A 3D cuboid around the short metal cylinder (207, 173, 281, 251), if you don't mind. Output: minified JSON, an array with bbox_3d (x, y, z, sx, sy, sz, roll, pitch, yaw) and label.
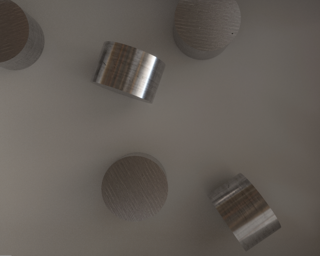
[{"bbox_3d":[0.102,0.103,0.385,0.050,0.080,0.080,-34,90,0],"label":"short metal cylinder"}]

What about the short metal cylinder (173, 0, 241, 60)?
[{"bbox_3d":[0.058,-0.133,0.399,0.081,0.050,0.080,0,90,0],"label":"short metal cylinder"}]

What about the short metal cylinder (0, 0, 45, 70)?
[{"bbox_3d":[-0.198,-0.118,0.397,0.081,0.050,0.080,0,90,0],"label":"short metal cylinder"}]

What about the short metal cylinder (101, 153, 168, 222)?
[{"bbox_3d":[-0.030,0.073,0.399,0.081,0.050,0.080,0,90,0],"label":"short metal cylinder"}]

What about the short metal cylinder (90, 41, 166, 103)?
[{"bbox_3d":[-0.039,-0.067,0.383,0.080,0.080,0.050,19,90,0],"label":"short metal cylinder"}]
